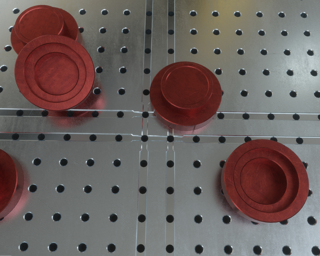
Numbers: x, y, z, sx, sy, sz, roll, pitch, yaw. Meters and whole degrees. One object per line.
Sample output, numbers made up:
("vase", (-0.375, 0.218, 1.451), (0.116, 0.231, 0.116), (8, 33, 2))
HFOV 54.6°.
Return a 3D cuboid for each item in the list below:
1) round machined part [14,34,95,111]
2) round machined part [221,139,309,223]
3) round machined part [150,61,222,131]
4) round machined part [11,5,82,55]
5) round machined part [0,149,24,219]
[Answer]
("round machined part", (-0.137, -0.071, 0.416), (0.099, 0.042, 0.097), (0, 92, -10))
("round machined part", (0.124, 0.066, 0.379), (0.099, 0.042, 0.098), (0, 70, 0))
("round machined part", (0.035, -0.049, 0.421), (0.099, 0.042, 0.098), (0, 70, 0))
("round machined part", (-0.169, -0.139, 0.453), (0.099, 0.042, 0.098), (0, 70, 0))
("round machined part", (-0.224, 0.068, 0.377), (0.099, 0.042, 0.098), (0, 70, 0))
